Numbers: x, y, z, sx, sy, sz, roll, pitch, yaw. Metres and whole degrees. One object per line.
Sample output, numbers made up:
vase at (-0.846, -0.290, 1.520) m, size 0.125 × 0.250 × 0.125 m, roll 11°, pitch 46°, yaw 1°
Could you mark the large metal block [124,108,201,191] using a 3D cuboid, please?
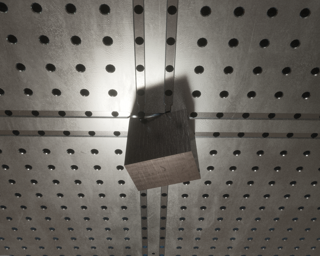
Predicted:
large metal block at (0.004, 0.027, 0.399) m, size 0.080 × 0.080 × 0.050 m, roll -13°, pitch 129°, yaw 10°
